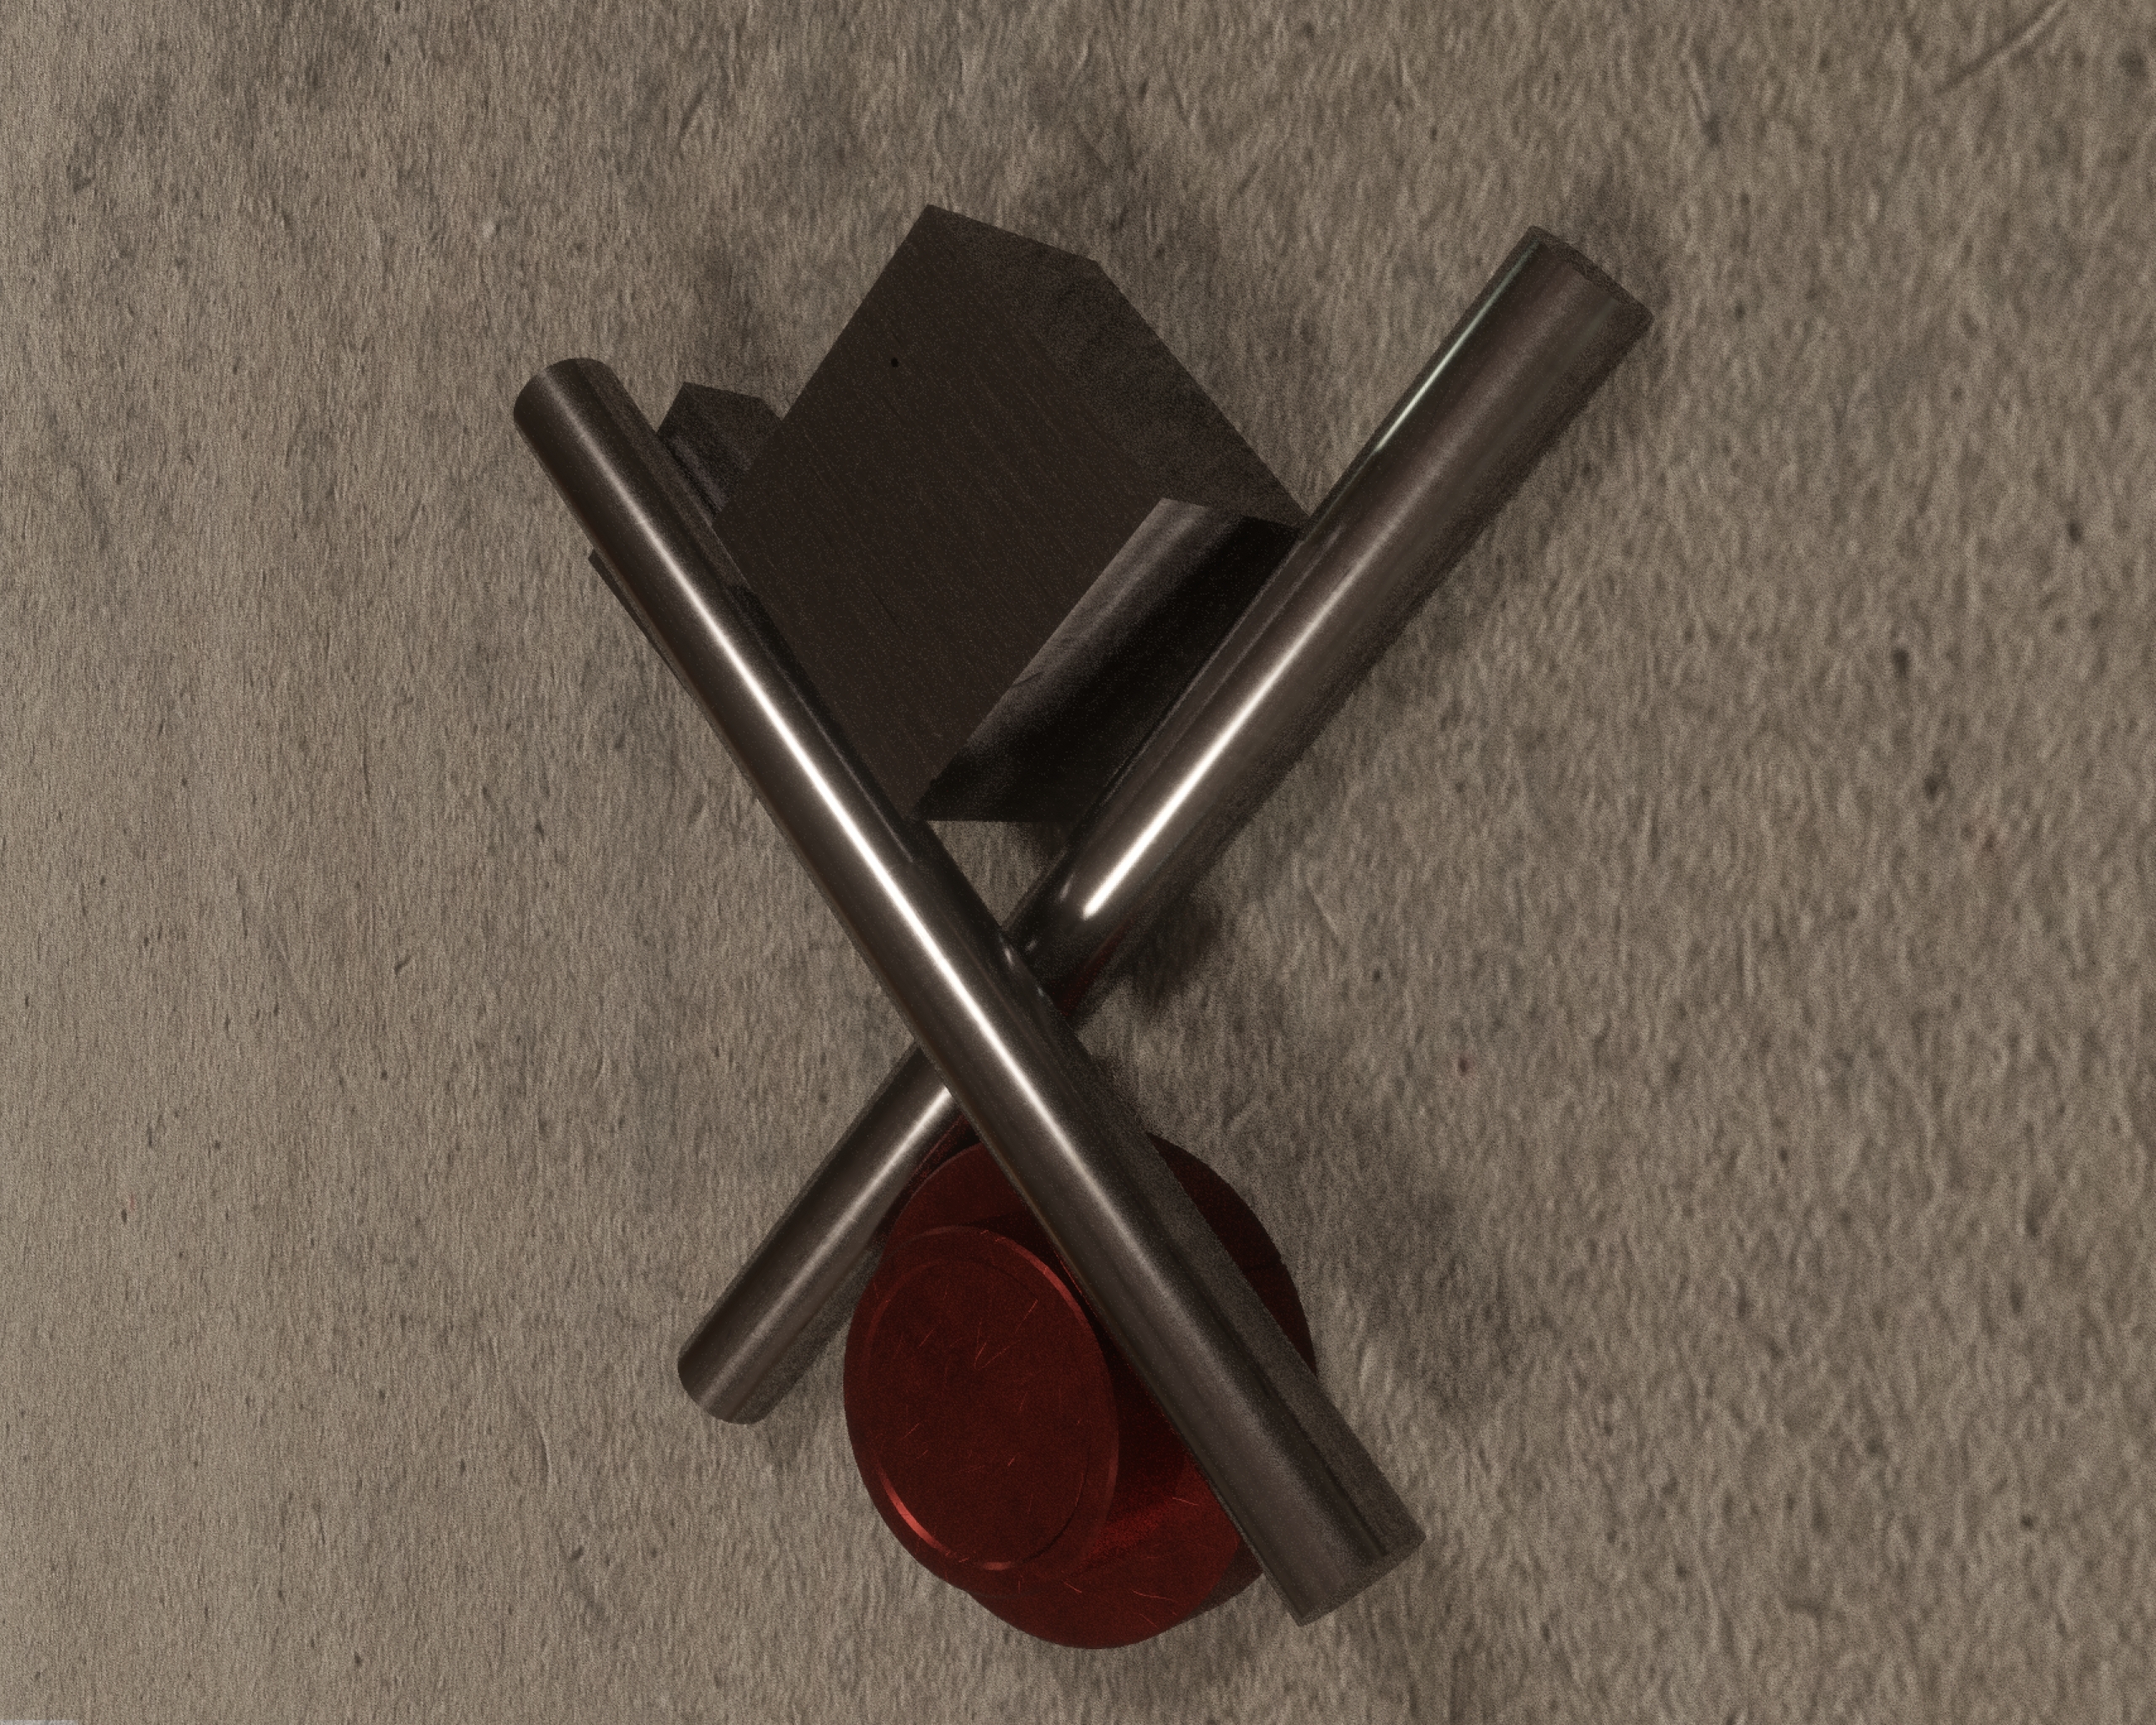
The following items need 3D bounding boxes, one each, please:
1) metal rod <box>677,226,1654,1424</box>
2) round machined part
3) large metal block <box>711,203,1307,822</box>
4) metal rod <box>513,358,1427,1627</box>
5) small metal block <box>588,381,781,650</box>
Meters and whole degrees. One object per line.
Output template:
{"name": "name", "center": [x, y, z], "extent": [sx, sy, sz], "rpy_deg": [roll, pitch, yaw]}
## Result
{"name": "metal rod", "center": [0.002, 0.010, 0.405], "extent": [0.025, 0.025, 0.298], "rpy_deg": [52, 120, 27]}
{"name": "round machined part", "center": [-0.006, 0.101, 0.398], "extent": [0.098, 0.042, 0.097], "rpy_deg": [0, 90, 39]}
{"name": "large metal block", "center": [-0.014, -0.064, 0.401], "extent": [0.080, 0.050, 0.080], "rpy_deg": [-49, 61, 28]}
{"name": "metal rod", "center": [-0.034, 0.006, 0.399], "extent": [0.025, 0.025, 0.300], "rpy_deg": [-51, 61, 28]}
{"name": "small metal block", "center": [-0.078, -0.071, 0.470], "extent": [0.050, 0.025, 0.050], "rpy_deg": [50, 119, 28]}
